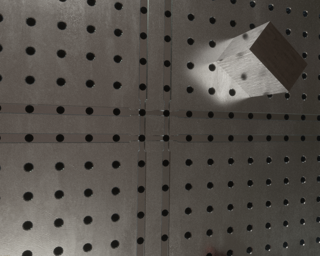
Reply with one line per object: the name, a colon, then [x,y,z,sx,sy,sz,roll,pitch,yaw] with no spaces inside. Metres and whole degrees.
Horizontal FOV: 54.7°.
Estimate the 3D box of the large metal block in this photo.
large metal block: [0.141,-0.092,0.437,0.080,0.080,0.050,41,77,-16]
